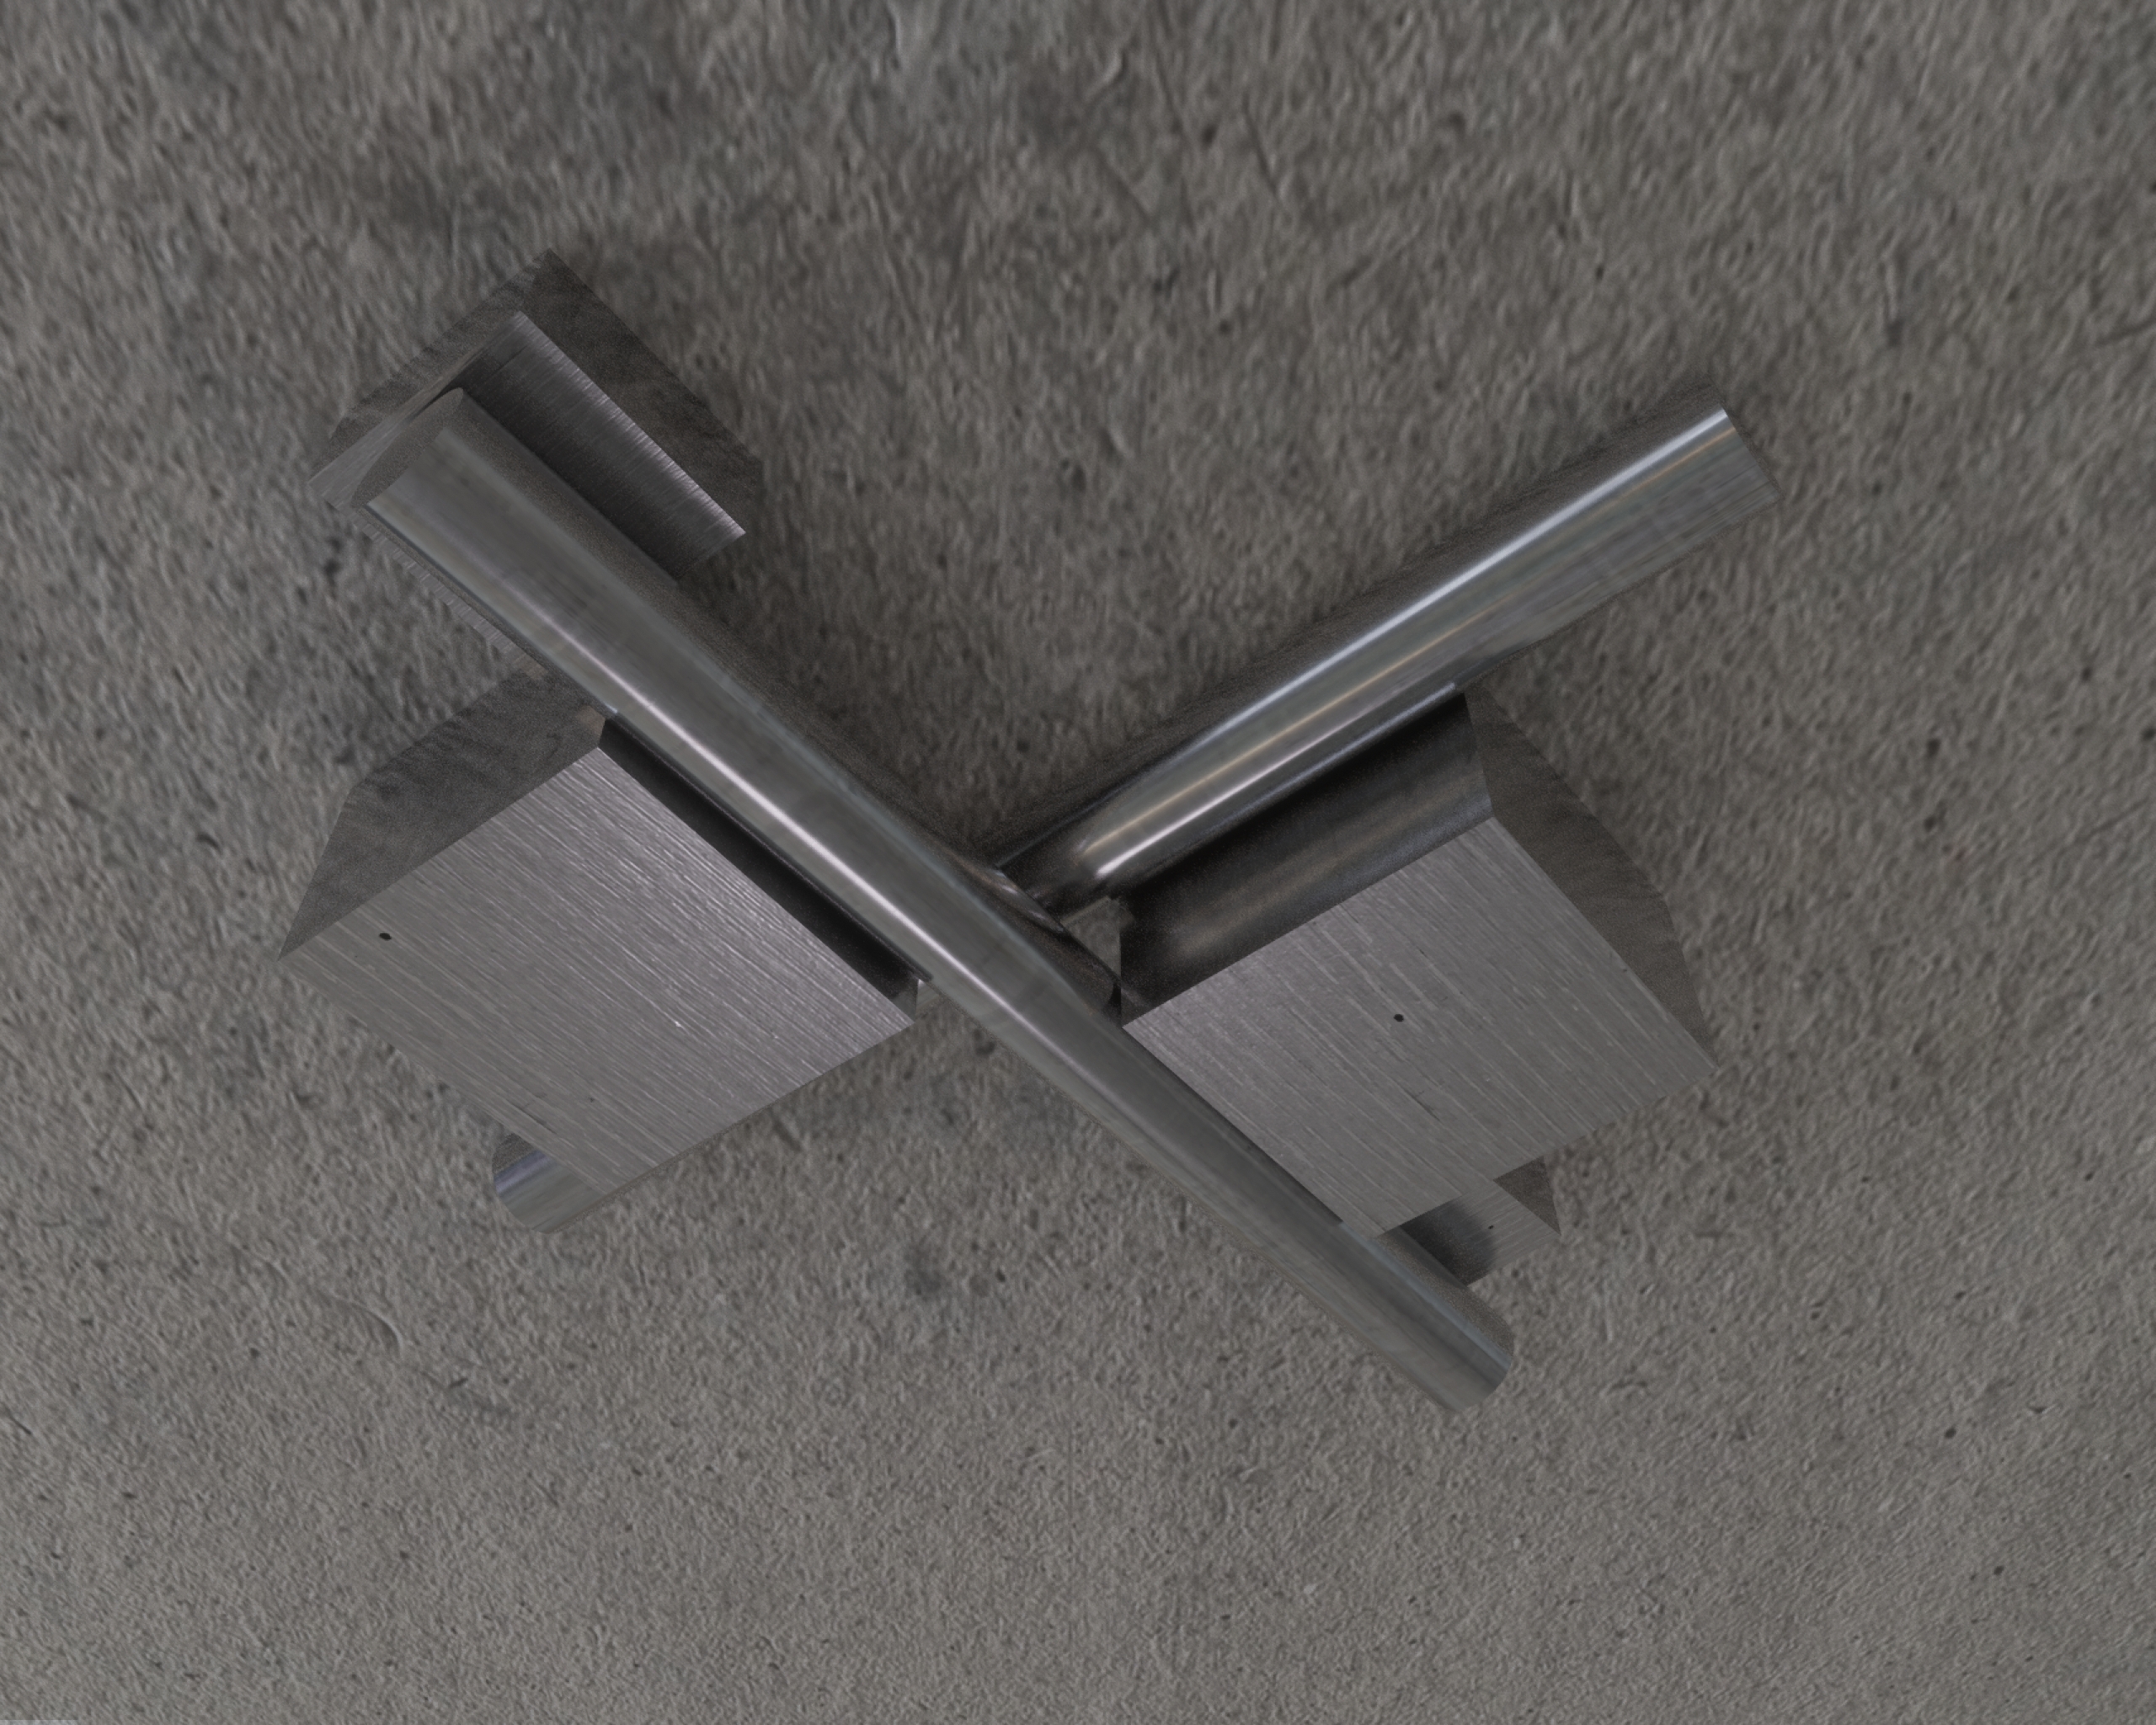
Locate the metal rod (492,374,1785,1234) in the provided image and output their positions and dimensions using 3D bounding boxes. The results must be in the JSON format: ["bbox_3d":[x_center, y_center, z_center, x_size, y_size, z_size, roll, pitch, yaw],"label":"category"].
[{"bbox_3d":[-0.005,0.000,0.410,0.300,0.025,0.025,-32,124,24],"label":"metal rod"}]

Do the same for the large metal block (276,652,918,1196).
[{"bbox_3d":[-0.086,0.007,0.395,0.080,0.050,0.080,-30,124,23],"label":"large metal block"}]

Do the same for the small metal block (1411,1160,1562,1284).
[{"bbox_3d":[0.072,0.074,0.474,0.050,0.025,0.050,-36,122,26],"label":"small metal block"}]

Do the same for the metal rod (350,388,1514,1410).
[{"bbox_3d":[-0.008,0.024,0.396,0.025,0.025,0.300,-32,124,24],"label":"metal rod"}]

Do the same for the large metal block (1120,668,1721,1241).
[{"bbox_3d":[0.065,0.019,0.409,0.080,0.050,0.080,-32,124,24],"label":"large metal block"}]

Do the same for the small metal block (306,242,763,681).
[{"bbox_3d":[-0.090,-0.066,0.352,0.050,0.025,0.050,-30,124,23],"label":"small metal block"}]
